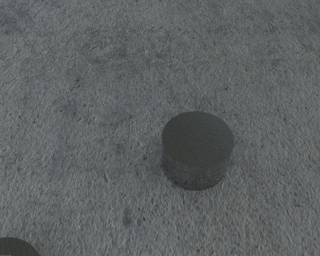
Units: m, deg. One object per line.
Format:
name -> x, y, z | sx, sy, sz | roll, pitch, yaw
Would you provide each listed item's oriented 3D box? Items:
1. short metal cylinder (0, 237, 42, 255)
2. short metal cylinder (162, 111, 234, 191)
short metal cylinder -> -0.134, 0.143, 0.266 | 0.080, 0.050, 0.080 | 0, 50, 0
short metal cylinder -> 0.042, 0.026, 0.365 | 0.080, 0.050, 0.080 | 0, 50, 0
